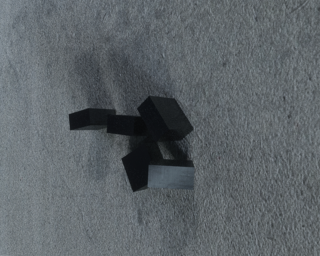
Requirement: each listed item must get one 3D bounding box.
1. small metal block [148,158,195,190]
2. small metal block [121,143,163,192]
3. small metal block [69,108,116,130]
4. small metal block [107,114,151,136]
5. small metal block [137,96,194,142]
[{"bbox_3d":[0.013,0.053,0.365,0.050,0.050,0.025,3,93,3],"label":"small metal block"},{"bbox_3d":[-0.020,0.053,0.422,0.050,0.025,0.050,-34,69,34],"label":"small metal block"},{"bbox_3d":[-0.102,-0.012,0.473,0.050,0.050,0.025,-11,83,39],"label":"small metal block"},{"bbox_3d":[-0.035,-0.004,0.418,0.050,0.050,0.025,6,94,40],"label":"small metal block"},{"bbox_3d":[0.007,-0.011,0.383,0.025,0.050,0.050,-44,64,31],"label":"small metal block"}]
